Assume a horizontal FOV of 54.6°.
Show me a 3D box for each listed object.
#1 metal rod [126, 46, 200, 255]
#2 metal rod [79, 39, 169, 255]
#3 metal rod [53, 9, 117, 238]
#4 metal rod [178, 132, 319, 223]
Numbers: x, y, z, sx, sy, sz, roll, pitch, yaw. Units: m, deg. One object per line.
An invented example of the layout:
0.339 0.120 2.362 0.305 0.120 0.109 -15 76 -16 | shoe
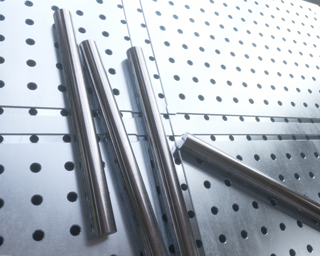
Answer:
-0.002 0.020 0.394 0.025 0.025 0.299 -1 62 -29 | metal rod
-0.048 0.018 0.370 0.025 0.025 0.299 -8 66 -32 | metal rod
-0.095 -0.024 0.371 0.025 0.025 0.299 -3 63 -29 | metal rod
0.161 0.086 0.441 0.301 0.025 0.025 28 52 -10 | metal rod
